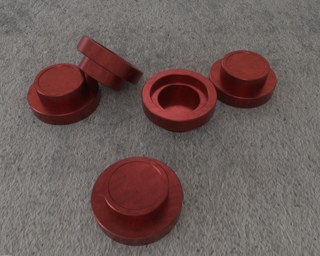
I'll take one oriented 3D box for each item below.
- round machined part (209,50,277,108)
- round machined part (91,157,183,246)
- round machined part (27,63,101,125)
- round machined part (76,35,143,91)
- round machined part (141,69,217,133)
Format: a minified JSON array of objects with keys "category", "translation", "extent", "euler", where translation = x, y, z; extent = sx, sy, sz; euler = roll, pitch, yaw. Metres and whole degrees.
[{"category":"round machined part","translation":[0.123,-0.078,0.459],"extent":[0.099,0.042,0.098],"euler":[0,50,0]},{"category":"round machined part","translation":[-0.025,0.070,0.333],"extent":[0.099,0.042,0.098],"euler":[0,50,0]},{"category":"round machined part","translation":[-0.136,-0.054,0.437],"extent":[0.099,0.042,0.098],"euler":[0,50,0]},{"category":"round machined part","translation":[-0.076,-0.087,0.442],"extent":[0.098,0.098,0.042],"euler":[38,100,27]},{"category":"round machined part","translation":[0.025,-0.033,0.420],"extent":[0.099,0.042,0.098],"euler":[0,50,0]}]
